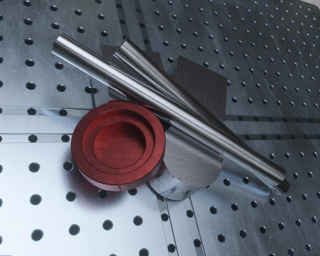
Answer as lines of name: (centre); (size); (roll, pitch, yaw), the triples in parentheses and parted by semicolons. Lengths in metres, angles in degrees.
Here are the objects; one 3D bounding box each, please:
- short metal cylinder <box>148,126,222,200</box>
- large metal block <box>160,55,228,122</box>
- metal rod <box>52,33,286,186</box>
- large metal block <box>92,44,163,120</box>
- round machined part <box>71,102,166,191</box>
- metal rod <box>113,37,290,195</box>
short metal cylinder: (0.027, 0.041, 0.376); (0.081, 0.050, 0.080); (14, 56, -21)
large metal block: (0.046, -0.044, 0.437); (0.080, 0.050, 0.080); (22, 54, -15)
metal rod: (0.019, -0.015, 0.357); (0.301, 0.025, 0.025); (31, 52, -10)
large metal block: (-0.039, -0.054, 0.396); (0.081, 0.050, 0.080); (1, 61, -28)
round machined part: (-0.044, 0.023, 0.341); (0.099, 0.042, 0.098); (1, 61, -1)
metal rod: (0.066, -0.002, 0.392); (0.301, 0.025, 0.025); (39, 50, -21)
